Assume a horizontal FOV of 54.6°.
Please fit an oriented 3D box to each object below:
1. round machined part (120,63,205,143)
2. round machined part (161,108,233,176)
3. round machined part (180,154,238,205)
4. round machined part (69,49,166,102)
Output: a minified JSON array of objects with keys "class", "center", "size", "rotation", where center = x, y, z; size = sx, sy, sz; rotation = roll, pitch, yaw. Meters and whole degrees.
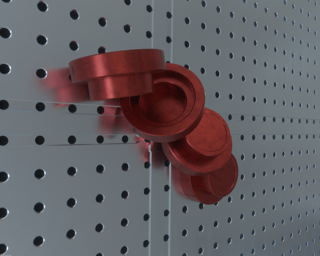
[{"class":"round machined part","center":[0.005,-0.027,0.377],"size":[0.042,0.098,0.098],"rotation":[78,35,-65]},{"class":"round machined part","center":[0.054,0.012,0.415],"size":[0.099,0.042,0.098],"rotation":[8,63,-17]},{"class":"round machined part","center":[0.080,0.066,0.464],"size":[0.099,0.042,0.097],"rotation":[0,90,-40]},{"class":"round machined part","center":[-0.042,-0.053,0.326],"size":[0.099,0.098,0.042],"rotation":[-14,99,-39]}]
